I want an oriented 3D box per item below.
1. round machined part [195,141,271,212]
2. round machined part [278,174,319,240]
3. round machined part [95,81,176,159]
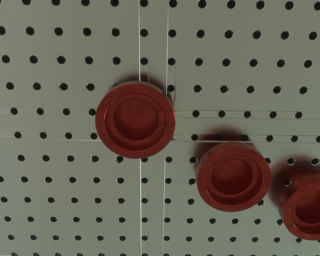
[{"bbox_3d":[0.098,0.063,0.428,0.099,0.042,0.097,0,110,0],"label":"round machined part"},{"bbox_3d":[0.219,0.109,0.446,0.099,0.042,0.097,0,110,0],"label":"round machined part"},{"bbox_3d":[-0.030,-0.013,0.399,0.099,0.042,0.097,0,110,0],"label":"round machined part"}]
